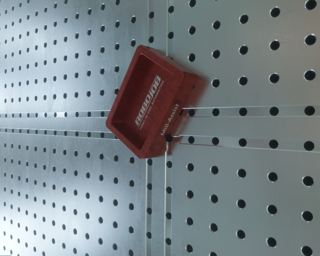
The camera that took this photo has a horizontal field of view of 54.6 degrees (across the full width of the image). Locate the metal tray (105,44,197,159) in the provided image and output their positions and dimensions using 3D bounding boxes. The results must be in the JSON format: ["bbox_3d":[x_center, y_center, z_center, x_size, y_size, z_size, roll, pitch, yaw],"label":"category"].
[{"bbox_3d":[-0.017,-0.034,0.420,0.090,0.030,0.129,40,114,33],"label":"metal tray"}]
